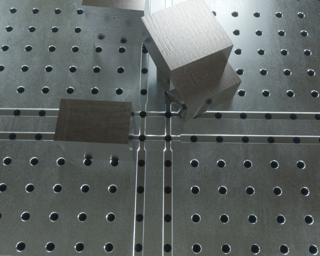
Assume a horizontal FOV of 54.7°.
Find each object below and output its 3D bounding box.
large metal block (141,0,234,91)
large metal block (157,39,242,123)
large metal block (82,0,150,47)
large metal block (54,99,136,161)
[{"bbox_3d":[0.031,-0.105,0.384,0.080,0.050,0.080,-24,72,-9],"label":"large metal block"},{"bbox_3d":[0.050,-0.067,0.423,0.080,0.050,0.080,-27,73,-10],"label":"large metal block"},{"bbox_3d":[-0.058,-0.163,0.442,0.080,0.080,0.050,5,70,2],"label":"large metal block"},{"bbox_3d":[-0.073,0.005,0.380,0.081,0.080,0.050,3,70,1],"label":"large metal block"}]
